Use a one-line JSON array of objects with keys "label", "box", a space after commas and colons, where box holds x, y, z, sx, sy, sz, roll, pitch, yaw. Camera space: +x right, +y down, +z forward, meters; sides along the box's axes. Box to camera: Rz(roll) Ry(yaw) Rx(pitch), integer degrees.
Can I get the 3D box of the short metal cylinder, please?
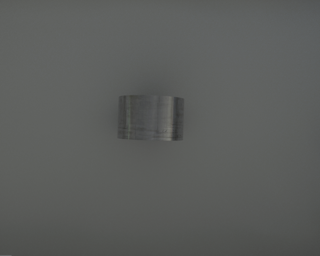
[{"label": "short metal cylinder", "box": [-0.011, -0.011, 0.381, 0.080, 0.080, 0.050, 2, 90, 0]}]
